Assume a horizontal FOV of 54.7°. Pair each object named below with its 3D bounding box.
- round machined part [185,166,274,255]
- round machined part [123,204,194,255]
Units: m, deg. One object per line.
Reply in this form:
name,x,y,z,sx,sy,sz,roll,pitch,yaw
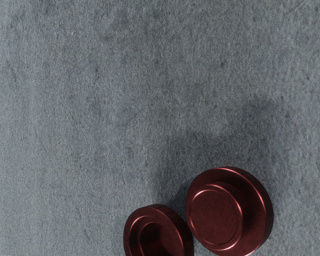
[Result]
round machined part,0.068,0.093,0.337,0.098,0.042,0.097,0,90,39
round machined part,0.003,0.144,0.390,0.098,0.042,0.097,0,90,39
